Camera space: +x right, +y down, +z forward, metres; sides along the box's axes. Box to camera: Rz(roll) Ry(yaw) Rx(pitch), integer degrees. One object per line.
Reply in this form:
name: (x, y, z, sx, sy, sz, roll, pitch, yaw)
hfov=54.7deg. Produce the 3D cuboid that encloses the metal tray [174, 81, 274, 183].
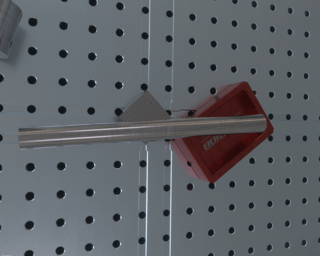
metal tray: (0.091, 0.004, 0.443, 0.131, 0.030, 0.090, -36, 102, -16)

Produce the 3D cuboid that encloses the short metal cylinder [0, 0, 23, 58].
short metal cylinder: (-0.189, -0.110, 0.314, 0.081, 0.080, 0.050, 17, 85, -19)

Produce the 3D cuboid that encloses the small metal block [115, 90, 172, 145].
small metal block: (-0.021, -0.013, 0.405, 0.050, 0.025, 0.050, -45, 104, -14)

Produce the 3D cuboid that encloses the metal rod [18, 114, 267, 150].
metal rod: (-0.008, 0.002, 0.381, 0.302, 0.025, 0.025, -4, 92, -15)
